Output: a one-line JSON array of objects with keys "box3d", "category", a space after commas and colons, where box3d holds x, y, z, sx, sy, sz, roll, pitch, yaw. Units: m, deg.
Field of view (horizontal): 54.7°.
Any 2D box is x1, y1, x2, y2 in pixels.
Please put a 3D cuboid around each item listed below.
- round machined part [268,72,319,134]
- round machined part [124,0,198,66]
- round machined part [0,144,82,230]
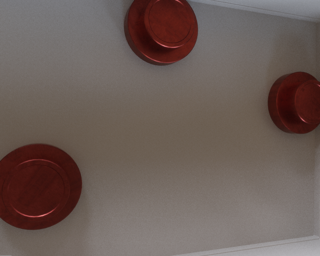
[{"box3d": [0.222, -0.040, 0.483, 0.099, 0.042, 0.097, 0, 90, -20], "category": "round machined part"}, {"box3d": [0.006, -0.134, 0.403, 0.099, 0.042, 0.097, 0, 90, -20], "category": "round machined part"}, {"box3d": [-0.139, 0.067, 0.350, 0.099, 0.042, 0.097, 0, 90, -20], "category": "round machined part"}]
